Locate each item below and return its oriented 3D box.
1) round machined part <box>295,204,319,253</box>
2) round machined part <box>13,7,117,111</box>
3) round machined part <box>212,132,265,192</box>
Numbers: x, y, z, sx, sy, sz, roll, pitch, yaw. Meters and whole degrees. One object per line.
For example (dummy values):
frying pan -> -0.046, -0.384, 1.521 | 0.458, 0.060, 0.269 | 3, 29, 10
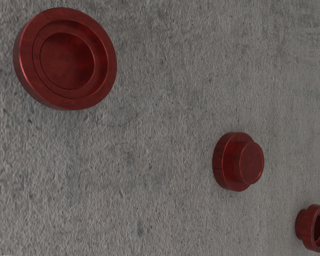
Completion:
round machined part -> 0.328, 0.213, 0.669 | 0.099, 0.042, 0.097 | 0, 90, -40
round machined part -> -0.096, -0.066, 0.313 | 0.099, 0.042, 0.097 | 0, 90, -40
round machined part -> 0.133, 0.056, 0.505 | 0.099, 0.042, 0.097 | 0, 90, -40
